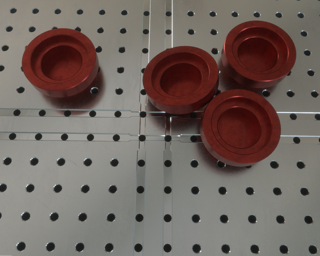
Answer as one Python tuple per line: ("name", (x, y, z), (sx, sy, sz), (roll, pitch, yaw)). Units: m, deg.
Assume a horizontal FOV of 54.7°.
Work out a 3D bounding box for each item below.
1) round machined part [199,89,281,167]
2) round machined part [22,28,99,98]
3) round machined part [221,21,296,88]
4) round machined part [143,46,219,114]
("round machined part", (0.100, 0.002, 0.401), (0.099, 0.042, 0.098), (1, 72, -3))
("round machined part", (-0.135, -0.086, 0.433), (0.099, 0.042, 0.098), (0, 70, -1))
("round machined part", (0.136, -0.100, 0.441), (0.099, 0.042, 0.098), (0, 70, -1))
("round machined part", (0.029, -0.060, 0.417), (0.098, 0.042, 0.098), (-5, 60, 10))
